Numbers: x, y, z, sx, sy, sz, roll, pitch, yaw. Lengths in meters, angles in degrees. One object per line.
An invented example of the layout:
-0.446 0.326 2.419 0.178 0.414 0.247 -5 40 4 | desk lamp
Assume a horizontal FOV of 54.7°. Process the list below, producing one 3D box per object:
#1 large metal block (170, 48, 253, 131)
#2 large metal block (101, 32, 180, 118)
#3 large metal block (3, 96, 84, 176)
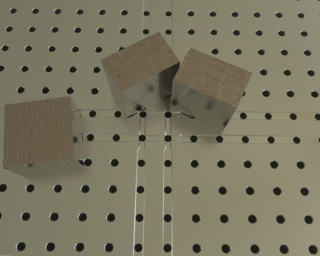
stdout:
0.062 -0.047 0.401 0.080 0.080 0.050 24 72 8 | large metal block
-0.023 -0.067 0.407 0.080 0.080 0.050 -29 73 -10 | large metal block
-0.145 0.011 0.393 0.081 0.050 0.080 -8 70 -3 | large metal block
